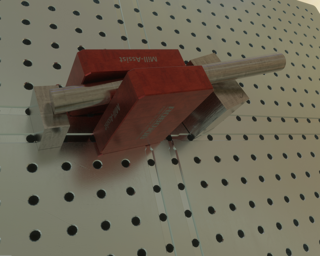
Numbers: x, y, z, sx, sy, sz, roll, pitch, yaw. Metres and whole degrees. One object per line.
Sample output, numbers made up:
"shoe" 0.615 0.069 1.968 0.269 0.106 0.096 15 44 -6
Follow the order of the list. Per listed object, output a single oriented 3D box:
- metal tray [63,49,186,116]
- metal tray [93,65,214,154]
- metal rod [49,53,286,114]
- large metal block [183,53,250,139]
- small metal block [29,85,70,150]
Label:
"metal tray" -0.042 -0.056 0.378 0.131 0.090 0.030 -9 68 -33
"metal tray" -0.012 -0.017 0.346 0.091 0.129 0.030 -10 68 -33
"metal rod" 0.029 -0.058 0.364 0.303 0.025 0.025 -14 69 -24
"large metal block" 0.062 -0.044 0.434 0.050 0.080 0.080 -25 76 -37
"small metal block" -0.121 -0.011 0.334 0.025 0.050 0.050 -9 66 -32
